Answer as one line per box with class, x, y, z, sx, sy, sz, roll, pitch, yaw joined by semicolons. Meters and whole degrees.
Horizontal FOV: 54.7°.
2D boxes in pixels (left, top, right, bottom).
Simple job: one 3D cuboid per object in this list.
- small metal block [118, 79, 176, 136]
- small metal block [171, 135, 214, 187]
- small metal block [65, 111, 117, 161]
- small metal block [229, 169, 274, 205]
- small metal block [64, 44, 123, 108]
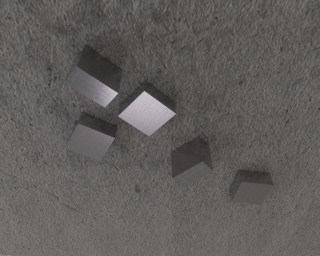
small metal block;-0.016;-0.024;0.387;0.050;0.025;0.050;34;122;-26
small metal block;0.043;0.046;0.430;0.050;0.050;0.025;-33;123;25
small metal block;-0.092;0.012;0.416;0.050;0.025;0.050;24;126;-19
small metal block;0.143;0.094;0.488;0.050;0.025;0.050;7;130;-6
small metal block;-0.071;-0.058;0.341;0.050;0.050;0.025;33;123;-25
